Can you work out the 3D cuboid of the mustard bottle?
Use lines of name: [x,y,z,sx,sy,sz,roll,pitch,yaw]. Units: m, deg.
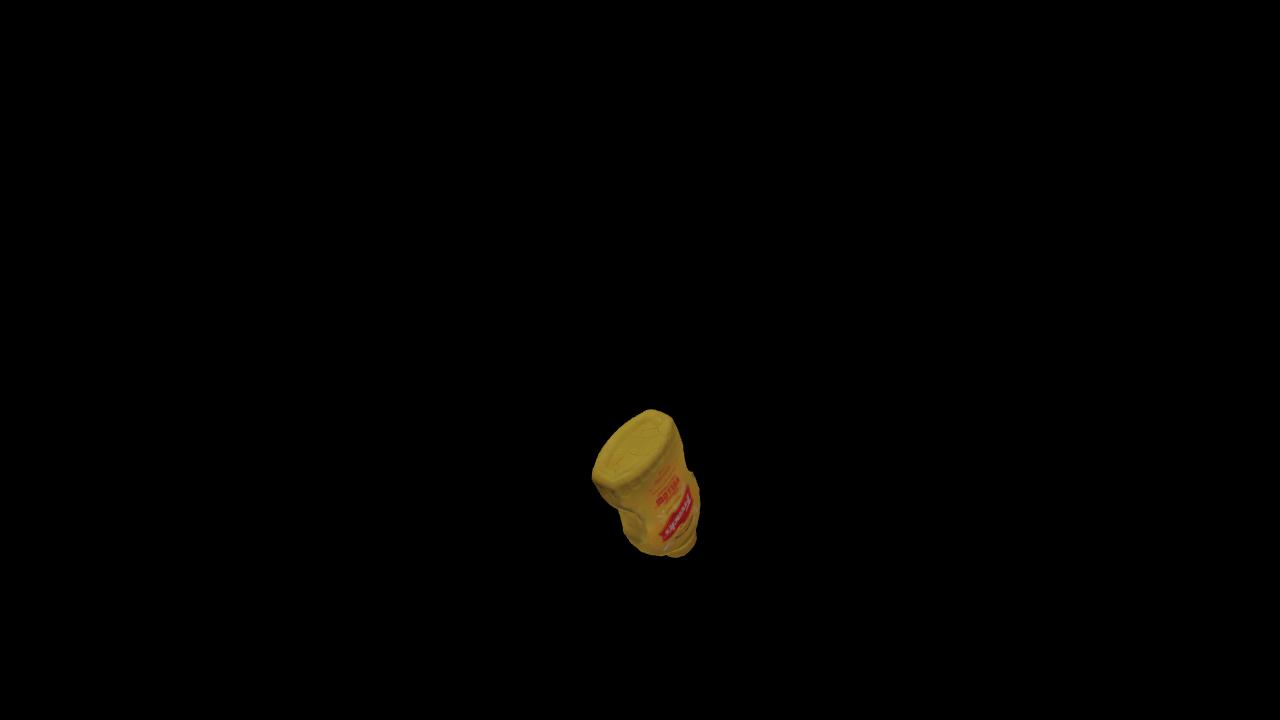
mustard bottle: [0.019,0.137,0.592,0.054,0.184,0.092,15,53,35]
